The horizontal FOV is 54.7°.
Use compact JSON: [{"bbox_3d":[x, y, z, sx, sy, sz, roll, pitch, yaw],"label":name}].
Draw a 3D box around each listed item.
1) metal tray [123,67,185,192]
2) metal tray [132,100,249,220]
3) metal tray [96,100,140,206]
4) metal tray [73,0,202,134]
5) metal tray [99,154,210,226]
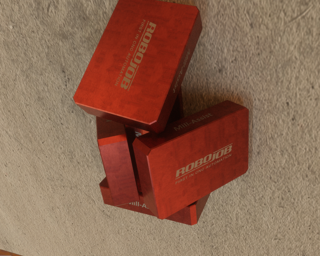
[{"bbox_3d":[-0.001,0.003,0.367,0.030,0.090,0.129,7,122,24],"label":"metal tray"},{"bbox_3d":[0.040,0.032,0.341,0.030,0.131,0.089,33,138,51],"label":"metal tray"},{"bbox_3d":[-0.055,0.021,0.386,0.030,0.130,0.089,-12,118,-7],"label":"metal tray"},{"bbox_3d":[-0.020,-0.068,0.316,0.090,0.130,0.030,16,166,18],"label":"metal tray"},{"bbox_3d":[-0.001,0.072,0.410,0.130,0.090,0.030,7,121,24],"label":"metal tray"}]
